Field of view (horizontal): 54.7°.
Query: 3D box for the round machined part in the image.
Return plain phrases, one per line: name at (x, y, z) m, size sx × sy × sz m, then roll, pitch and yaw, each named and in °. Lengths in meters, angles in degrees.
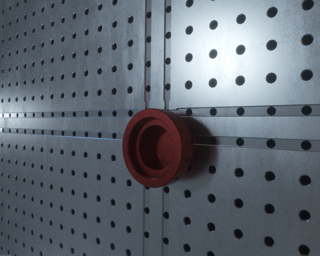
round machined part at (0.001, 0.024, 0.396) m, size 0.098 × 0.042 × 0.097 m, roll 0°, pitch 90°, yaw 39°
